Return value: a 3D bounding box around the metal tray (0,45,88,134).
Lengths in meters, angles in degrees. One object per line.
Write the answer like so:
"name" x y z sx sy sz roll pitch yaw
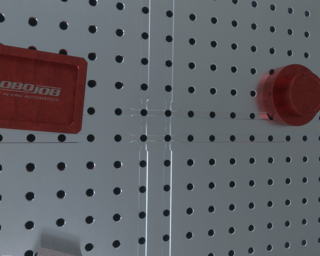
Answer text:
"metal tray" -0.154 -0.043 0.353 0.131 0.030 0.089 5 88 -20

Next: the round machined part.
"round machined part" 0.215 -0.051 0.483 0.099 0.042 0.097 0 90 -20

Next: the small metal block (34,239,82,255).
"small metal block" -0.127 0.167 0.366 0.050 0.025 0.050 24 82 -19
